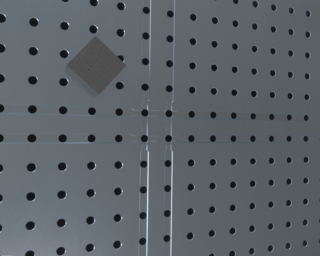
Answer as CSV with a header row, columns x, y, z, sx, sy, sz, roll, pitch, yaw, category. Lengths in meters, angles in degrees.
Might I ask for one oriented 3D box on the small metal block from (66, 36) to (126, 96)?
x,y,z,sx,sy,sz,roll,pitch,yaw,category
-0.079,-0.075,0.383,0.050,0.025,0.050,43,76,-15,small metal block
